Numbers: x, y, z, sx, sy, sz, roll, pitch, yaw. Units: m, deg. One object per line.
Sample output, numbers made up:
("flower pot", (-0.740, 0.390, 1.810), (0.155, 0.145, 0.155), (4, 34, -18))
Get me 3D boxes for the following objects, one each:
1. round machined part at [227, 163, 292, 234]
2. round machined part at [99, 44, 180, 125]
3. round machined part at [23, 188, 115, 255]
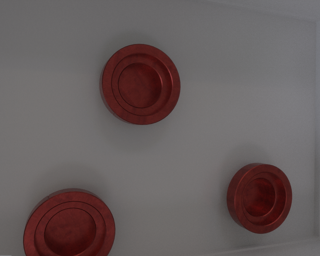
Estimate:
("round machined part", (0.140, 0.099, 0.453), (0.099, 0.042, 0.097), (0, 90, -20))
("round machined part", (-0.027, -0.052, 0.391), (0.099, 0.042, 0.097), (0, 90, -20))
("round machined part", (-0.105, 0.119, 0.363), (0.099, 0.042, 0.097), (0, 90, -20))
